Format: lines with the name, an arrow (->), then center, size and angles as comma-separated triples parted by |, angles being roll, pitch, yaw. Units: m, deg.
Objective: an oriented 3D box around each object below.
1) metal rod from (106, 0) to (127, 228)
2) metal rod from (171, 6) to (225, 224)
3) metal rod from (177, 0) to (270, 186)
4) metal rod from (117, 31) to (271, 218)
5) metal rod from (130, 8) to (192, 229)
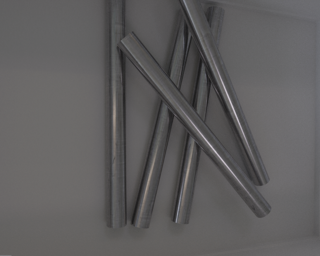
metal rod -> -0.055, -0.027, 0.389 | 0.025, 0.025, 0.298 | 0, 90, -20
metal rod -> 0.053, -0.020, 0.429 | 0.025, 0.025, 0.298 | 11, 86, -20
metal rod -> 0.089, -0.047, 0.420 | 0.025, 0.025, 0.299 | -32, 109, -17
metal rod -> 0.052, 0.005, 0.401 | 0.025, 0.025, 0.300 | -44, 104, -15
metal rod -> 0.007, -0.019, 0.412 | 0.025, 0.025, 0.299 | 15, 85, -20
